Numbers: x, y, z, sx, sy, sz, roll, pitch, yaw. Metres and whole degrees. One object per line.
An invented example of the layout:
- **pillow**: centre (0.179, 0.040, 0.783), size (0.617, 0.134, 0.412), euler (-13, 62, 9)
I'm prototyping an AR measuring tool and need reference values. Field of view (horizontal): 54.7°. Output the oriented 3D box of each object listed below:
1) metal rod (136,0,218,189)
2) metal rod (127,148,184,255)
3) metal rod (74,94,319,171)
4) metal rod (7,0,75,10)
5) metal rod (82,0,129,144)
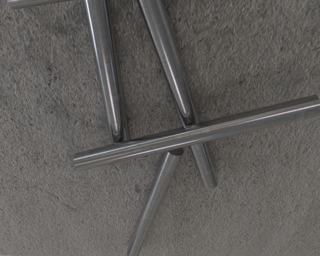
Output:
- **metal rod**: centre (0.032, -0.024, 0.386), size (0.025, 0.025, 0.299), euler (-14, 129, 11)
- **metal rod**: centre (-0.017, 0.139, 0.525), size (0.025, 0.025, 0.298), euler (11, 129, -10)
- **metal rod**: centre (0.036, 0.009, 0.380), size (0.301, 0.025, 0.025), euler (-14, 129, 11)
- **metal rod**: centre (0.021, -0.139, 0.267), size (0.302, 0.025, 0.025), euler (-10, 130, -1)
- **metal rod**: centre (-0.060, -0.082, 0.336), size (0.025, 0.025, 0.298), euler (-2, 130, 1)
